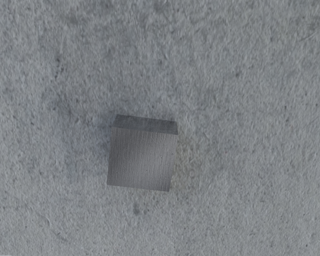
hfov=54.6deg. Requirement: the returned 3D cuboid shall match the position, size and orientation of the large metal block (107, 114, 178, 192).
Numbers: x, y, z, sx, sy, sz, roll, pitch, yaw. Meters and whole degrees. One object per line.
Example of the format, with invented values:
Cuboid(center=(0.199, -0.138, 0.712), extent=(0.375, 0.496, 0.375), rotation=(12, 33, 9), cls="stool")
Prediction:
Cuboid(center=(-0.023, 0.032, 0.408), extent=(0.080, 0.050, 0.079), rotation=(7, 110, -3), cls="large metal block")
